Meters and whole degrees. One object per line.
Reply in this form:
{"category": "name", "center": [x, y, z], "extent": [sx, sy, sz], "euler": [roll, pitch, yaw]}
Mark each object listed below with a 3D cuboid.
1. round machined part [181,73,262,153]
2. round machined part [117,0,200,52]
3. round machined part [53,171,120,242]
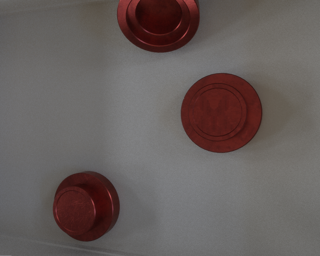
{"category": "round machined part", "center": [0.072, -0.018, 0.376], "extent": [0.098, 0.042, 0.097], "euler": [0, 90, 19]}
{"category": "round machined part", "center": [-0.001, -0.145, 0.382], "extent": [0.098, 0.098, 0.042], "euler": [-12, 49, 19]}
{"category": "round machined part", "center": [-0.111, 0.113, 0.439], "extent": [0.098, 0.042, 0.097], "euler": [0, 90, 19]}
